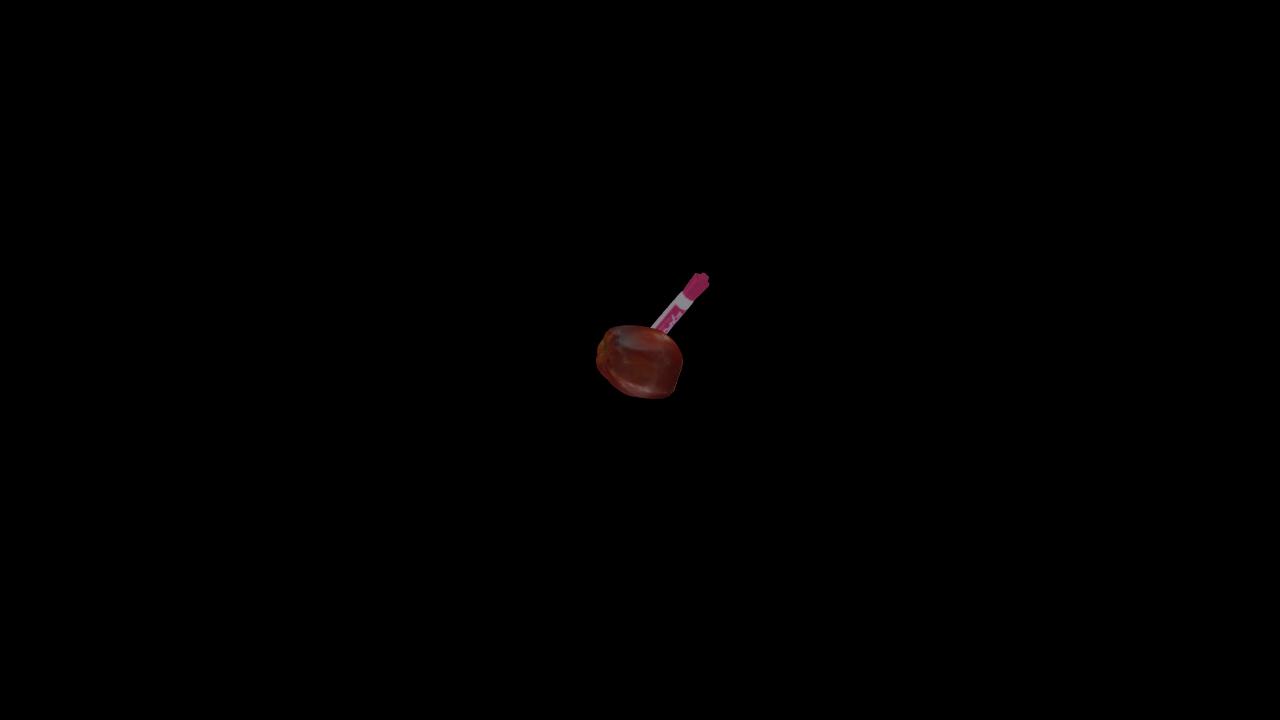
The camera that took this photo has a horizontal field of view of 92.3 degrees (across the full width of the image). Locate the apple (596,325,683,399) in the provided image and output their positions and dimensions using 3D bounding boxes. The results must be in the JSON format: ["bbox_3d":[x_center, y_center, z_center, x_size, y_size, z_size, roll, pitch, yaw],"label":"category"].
[{"bbox_3d":[0.001,0.002,0.645,0.093,0.079,0.079,18,-8,-26],"label":"apple"}]

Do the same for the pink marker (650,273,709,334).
[{"bbox_3d":[0.032,-0.045,0.642,0.020,0.020,0.121,0,-40,-47],"label":"pink marker"}]
